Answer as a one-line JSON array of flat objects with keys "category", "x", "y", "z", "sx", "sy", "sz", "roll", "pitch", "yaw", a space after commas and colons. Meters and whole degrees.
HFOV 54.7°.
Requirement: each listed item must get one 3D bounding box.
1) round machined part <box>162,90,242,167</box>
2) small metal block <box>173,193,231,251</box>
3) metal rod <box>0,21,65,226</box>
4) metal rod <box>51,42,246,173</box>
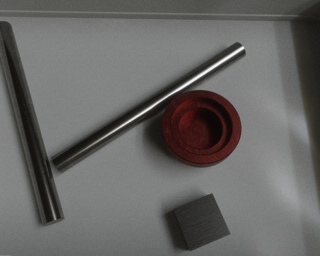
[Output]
[{"category": "round machined part", "x": 0.051, "y": 0.003, "z": 0.400, "sx": 0.099, "sy": 0.042, "sz": 0.098, "roll": 0, "pitch": 70, "yaw": -1}, {"category": "small metal block", "x": 0.048, "y": 0.112, "z": 0.369, "sx": 0.050, "sy": 0.025, "sz": 0.050, "roll": -20, "pitch": 71, "yaw": -8}, {"category": "metal rod", "x": -0.180, "y": -0.019, "z": 0.414, "sx": 0.025, "sy": 0.025, "sz": 0.299, "roll": -20, "pitch": 71, "yaw": -7}, {"category": "metal rod", "x": -0.007, "y": -0.034, "z": 0.421, "sx": 0.301, "sy": 0.025, "sz": 0.025, "roll": -33, "pitch": 74, "yaw": -12}]
